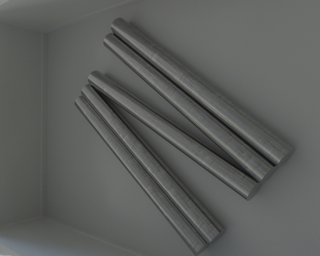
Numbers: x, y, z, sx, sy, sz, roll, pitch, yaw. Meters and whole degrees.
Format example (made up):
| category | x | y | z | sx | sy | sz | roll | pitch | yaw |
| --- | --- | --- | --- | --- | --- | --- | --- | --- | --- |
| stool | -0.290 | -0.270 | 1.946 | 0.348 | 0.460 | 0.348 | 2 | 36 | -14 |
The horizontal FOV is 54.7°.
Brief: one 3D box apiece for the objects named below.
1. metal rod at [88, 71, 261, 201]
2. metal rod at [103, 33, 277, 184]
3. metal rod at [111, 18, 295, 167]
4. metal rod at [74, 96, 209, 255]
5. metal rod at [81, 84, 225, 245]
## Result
| category | x | y | z | sx | sy | sz | roll | pitch | yaw |
| --- | --- | --- | --- | --- | --- | --- | --- | --- | --- |
| metal rod | -0.002 | -0.007 | 0.407 | 0.300 | 0.025 | 0.025 | 36 | 112 | 34 |
| metal rod | 0.018 | -0.042 | 0.390 | 0.300 | 0.025 | 0.025 | 44 | 117 | 31 |
| metal rod | 0.031 | -0.061 | 0.380 | 0.300 | 0.025 | 0.025 | 44 | 117 | 31 |
| metal rod | -0.040 | 0.049 | 0.438 | 0.300 | 0.025 | 0.025 | 46 | 117 | 30 |
| metal rod | -0.026 | 0.032 | 0.427 | 0.300 | 0.025 | 0.025 | 46 | 117 | 30 |
